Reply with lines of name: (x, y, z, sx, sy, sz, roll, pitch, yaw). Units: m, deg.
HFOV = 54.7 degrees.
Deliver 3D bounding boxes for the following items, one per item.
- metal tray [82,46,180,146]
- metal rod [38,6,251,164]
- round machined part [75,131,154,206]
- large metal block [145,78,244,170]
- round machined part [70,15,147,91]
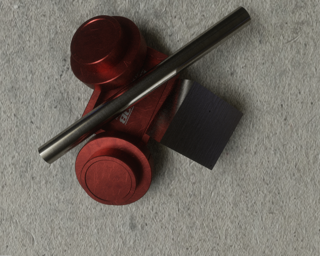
metal tray: (-0.037, -0.043, 0.408, 0.090, 0.030, 0.129, 25, 90, 0)
metal rod: (-0.018, -0.053, 0.382, 0.301, 0.025, 0.025, -35, 90, 0)
round machined part: (-0.058, 0.056, 0.385, 0.099, 0.042, 0.097, 2, 111, 6)
large metal block: (0.042, -0.005, 0.385, 0.080, 0.050, 0.080, 29, 89, -25)
round machined part: (-0.070, -0.098, 0.382, 0.098, 0.042, 0.098, -7, 68, 19)
